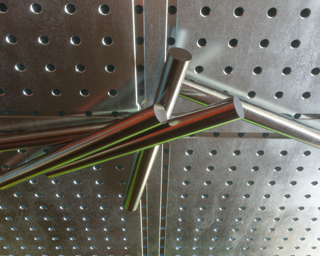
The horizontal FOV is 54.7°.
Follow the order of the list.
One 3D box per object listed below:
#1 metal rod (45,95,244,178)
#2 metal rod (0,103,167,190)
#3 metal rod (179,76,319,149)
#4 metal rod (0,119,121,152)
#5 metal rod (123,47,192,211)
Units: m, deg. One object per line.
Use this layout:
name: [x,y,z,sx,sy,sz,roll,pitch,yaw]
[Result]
metal rod: [-0.042,0.021,0.387,0.300,0.025,0.025,-19,129,31]
metal rod: [-0.121,0.033,0.408,0.300,0.025,0.025,-22,128,29]
metal rod: [0.157,-0.005,0.409,0.302,0.025,0.025,19,128,-16]
metal rod: [-0.173,0.015,0.421,0.302,0.025,0.025,-7,130,5]
metal rod: [-0.014,0.027,0.418,0.025,0.025,0.298,10,134,-9]
